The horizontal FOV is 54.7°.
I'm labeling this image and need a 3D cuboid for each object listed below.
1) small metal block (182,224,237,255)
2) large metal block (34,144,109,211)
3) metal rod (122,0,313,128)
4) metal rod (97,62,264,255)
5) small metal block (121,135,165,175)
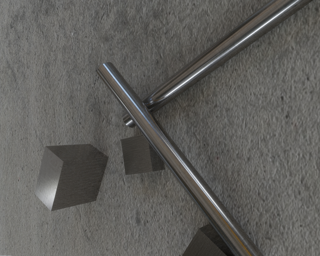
[{"bbox_3d":[0.058,0.148,0.356,0.050,0.025,0.050,39,114,32],"label":"small metal block"},{"bbox_3d":[-0.136,0.073,0.478,0.050,0.081,0.079,29,108,36],"label":"large metal block"},{"bbox_3d":[0.060,-0.079,0.354,0.299,0.025,0.025,-33,70,34],"label":"metal rod"},{"bbox_3d":[0.013,0.032,0.370,0.300,0.025,0.025,52,120,19],"label":"metal rod"},{"bbox_3d":[-0.024,0.036,0.423,0.050,0.025,0.050,-14,81,39],"label":"small metal block"}]
